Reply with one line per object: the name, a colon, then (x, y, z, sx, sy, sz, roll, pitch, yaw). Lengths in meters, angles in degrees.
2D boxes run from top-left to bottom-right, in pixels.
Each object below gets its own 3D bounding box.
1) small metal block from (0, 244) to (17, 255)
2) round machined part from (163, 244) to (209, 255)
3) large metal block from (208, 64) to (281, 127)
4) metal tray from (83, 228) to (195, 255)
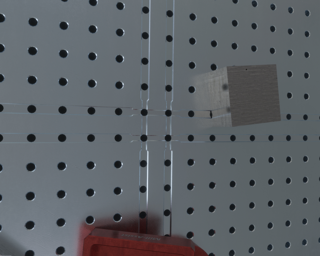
small metal block: (-0.187, 0.162, 0.344, 0.050, 0.025, 0.050, 46, 76, -14)
round machined part: (0.030, 0.205, 0.415, 0.099, 0.042, 0.097, 0, 90, -20)
large metal block: (0.120, -0.045, 0.444, 0.081, 0.050, 0.079, -7, 92, -20)
metal tray: (-0.027, 0.176, 0.372, 0.131, 0.030, 0.089, 5, 88, 5)
